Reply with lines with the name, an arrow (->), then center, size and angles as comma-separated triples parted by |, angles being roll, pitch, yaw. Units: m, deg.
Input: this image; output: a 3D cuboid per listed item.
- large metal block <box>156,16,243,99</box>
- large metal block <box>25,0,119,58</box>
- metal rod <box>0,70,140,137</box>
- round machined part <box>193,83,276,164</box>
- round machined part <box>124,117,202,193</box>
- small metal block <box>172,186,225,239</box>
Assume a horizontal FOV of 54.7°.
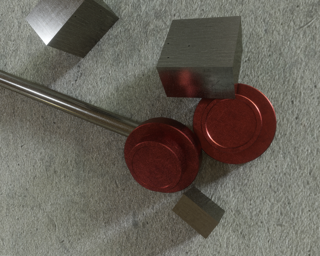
large metal block -> 0.050, -0.081, 0.359 | 0.080, 0.050, 0.080 | 4, 56, 20
large metal block -> -0.116, -0.149, 0.420 | 0.080, 0.080, 0.050 | -43, 77, 15
metal rod -> -0.157, -0.043, 0.464 | 0.301, 0.025, 0.025 | 21, 97, 18
round machined part -> 0.087, -0.005, 0.369 | 0.098, 0.042, 0.097 | 0, 90, 20
round machined part -> 0.000, 0.039, 0.383 | 0.098, 0.042, 0.097 | 7, 114, 17
small metal block -> 0.048, 0.101, 0.378 | 0.050, 0.050, 0.025 | 38, 102, 16
